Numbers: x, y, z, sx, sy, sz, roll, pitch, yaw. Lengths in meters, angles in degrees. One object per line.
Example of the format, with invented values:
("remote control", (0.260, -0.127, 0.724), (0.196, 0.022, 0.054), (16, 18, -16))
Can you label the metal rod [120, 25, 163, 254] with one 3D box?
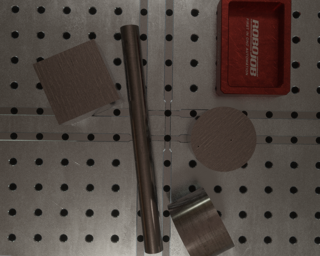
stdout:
("metal rod", (-0.024, 0.015, 0.413), (0.025, 0.025, 0.298), (-6, 90, 0))

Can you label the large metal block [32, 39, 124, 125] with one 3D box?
("large metal block", (-0.101, -0.056, 0.400), (0.080, 0.050, 0.080), (-23, 90, -1))

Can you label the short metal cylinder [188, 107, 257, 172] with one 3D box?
("short metal cylinder", (0.078, 0.013, 0.402), (0.081, 0.050, 0.079), (0, 90, -1))

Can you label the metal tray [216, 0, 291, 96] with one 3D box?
("metal tray", (0.123, -0.108, 0.412), (0.091, 0.030, 0.129), (1, 90, -1))

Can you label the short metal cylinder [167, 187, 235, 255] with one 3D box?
("short metal cylinder", (0.050, 0.121, 0.387), (0.050, 0.080, 0.080), (-28, 90, 0))
